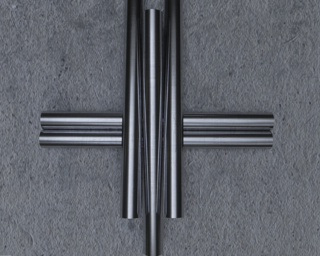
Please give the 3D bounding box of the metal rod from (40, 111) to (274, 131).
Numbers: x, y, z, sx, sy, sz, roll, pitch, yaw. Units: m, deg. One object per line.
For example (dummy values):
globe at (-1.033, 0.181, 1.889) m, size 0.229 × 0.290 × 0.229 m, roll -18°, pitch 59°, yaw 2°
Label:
metal rod at (-0.003, -0.010, 0.412) m, size 0.302 × 0.025 × 0.025 m, roll 0°, pitch 90°, yaw -1°

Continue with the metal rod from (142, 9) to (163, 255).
metal rod at (-0.009, 0.005, 0.385) m, size 0.025 × 0.025 × 0.298 m, roll 0°, pitch 90°, yaw -1°

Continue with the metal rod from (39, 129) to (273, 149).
metal rod at (-0.004, 0.015, 0.412) m, size 0.302 × 0.025 × 0.025 m, roll 0°, pitch 90°, yaw -1°

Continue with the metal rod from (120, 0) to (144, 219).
metal rod at (-0.034, -0.042, 0.390) m, size 0.025 × 0.025 × 0.298 m, roll 0°, pitch 82°, yaw -1°

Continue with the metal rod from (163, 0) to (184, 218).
metal rod at (0.017, -0.042, 0.390) m, size 0.025 × 0.025 × 0.298 m, roll 0°, pitch 82°, yaw -1°
